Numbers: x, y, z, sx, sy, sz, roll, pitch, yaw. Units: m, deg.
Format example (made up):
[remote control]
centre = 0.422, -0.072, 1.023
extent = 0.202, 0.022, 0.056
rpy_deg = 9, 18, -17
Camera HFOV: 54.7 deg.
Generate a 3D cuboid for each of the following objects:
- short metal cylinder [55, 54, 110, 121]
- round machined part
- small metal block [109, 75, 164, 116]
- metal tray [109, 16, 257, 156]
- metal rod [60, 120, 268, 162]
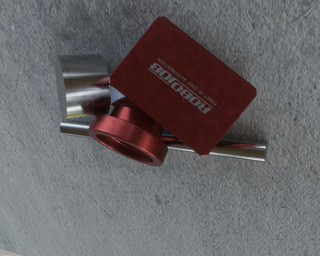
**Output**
[short metal cylinder]
centre = -0.098, -0.051, 0.387
extent = 0.080, 0.050, 0.080
rpy_deg = 172, 90, -66
[round machined part]
centre = -0.034, 0.007, 0.380
extent = 0.098, 0.042, 0.098
rpy_deg = 22, 163, 7
[small metal block]
centre = -0.027, -0.042, 0.378
extent = 0.050, 0.050, 0.025
rpy_deg = 22, 127, 15
[metal tray]
centre = 0.024, -0.043, 0.333
extent = 0.130, 0.030, 0.090
rpy_deg = 39, 90, 1
[metal rod]
centre = -0.012, 0.013, 0.423
extent = 0.301, 0.025, 0.025
rpy_deg = 6, 121, 25
